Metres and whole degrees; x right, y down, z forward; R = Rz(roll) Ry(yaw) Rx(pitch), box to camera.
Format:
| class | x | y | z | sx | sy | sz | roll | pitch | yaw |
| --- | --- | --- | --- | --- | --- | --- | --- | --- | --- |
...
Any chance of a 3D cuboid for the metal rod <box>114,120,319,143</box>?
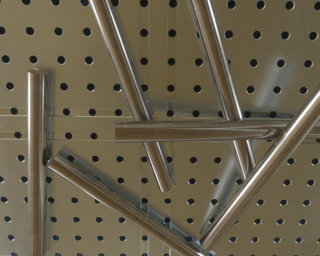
| class | x | y | z | sx | sy | sz | roll | pitch | yaw |
| --- | --- | --- | --- | --- | --- | --- | --- | --- | --- |
| metal rod | 0.096 | 0.003 | 0.385 | 0.302 | 0.025 | 0.025 | -1 | 111 | -12 |

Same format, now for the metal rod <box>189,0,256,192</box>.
| class | x | y | z | sx | sy | sz | roll | pitch | yaw |
| --- | --- | --- | --- | --- | --- | --- | --- | --- | --- |
| metal rod | 0.085 | -0.046 | 0.396 | 0.025 | 0.025 | 0.299 | -18 | 109 | 6 |

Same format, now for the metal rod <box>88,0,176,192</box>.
| class | x | y | z | sx | sy | sz | roll | pitch | yaw |
| --- | --- | --- | --- | --- | --- | --- | --- | --- | --- |
| metal rod | -0.036 | -0.049 | 0.394 | 0.025 | 0.025 | 0.299 | -17 | 109 | 6 |

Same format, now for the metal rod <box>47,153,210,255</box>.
| class | x | y | z | sx | sy | sz | roll | pitch | yaw |
| --- | --- | --- | --- | --- | --- | --- | --- | --- | --- |
| metal rod | -0.032 | 0.133 | 0.462 | 0.301 | 0.025 | 0.025 | 38 | 106 | -13 |

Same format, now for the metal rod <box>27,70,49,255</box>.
| class | x | y | z | sx | sy | sz | roll | pitch | yaw |
| --- | --- | --- | --- | --- | --- | --- | --- | --- | --- |
| metal rod | -0.173 | 0.068 | 0.437 | 0.025 | 0.025 | 0.298 | 8 | 110 | -3 |

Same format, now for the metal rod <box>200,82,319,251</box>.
| class | x | y | z | sx | sy | sz | roll | pitch | yaw |
| --- | --- | --- | --- | --- | --- | --- | --- | --- | --- |
| metal rod | 0.131 | 0.065 | 0.406 | 0.025 | 0.025 | 0.298 | 22 | 120 | -8 |
